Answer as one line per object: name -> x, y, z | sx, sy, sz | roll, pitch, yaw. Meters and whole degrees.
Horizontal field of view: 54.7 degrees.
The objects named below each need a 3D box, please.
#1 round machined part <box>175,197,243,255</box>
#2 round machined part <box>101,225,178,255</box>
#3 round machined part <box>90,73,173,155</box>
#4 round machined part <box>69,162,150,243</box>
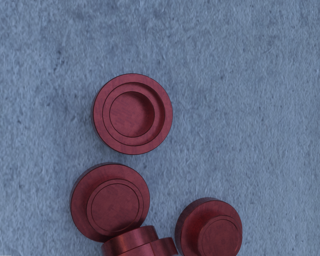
round machined part -> 0.074, 0.149, 0.429 | 0.099, 0.042, 0.097 | 0, 90, -21
round machined part -> -0.031, 0.149, 0.368 | 0.099, 0.097, 0.042 | -14, 63, -20
round machined part -> -0.037, -0.017, 0.387 | 0.099, 0.042, 0.097 | 0, 90, -21
round machined part -> -0.059, 0.093, 0.379 | 0.099, 0.042, 0.097 | 0, 90, -20
